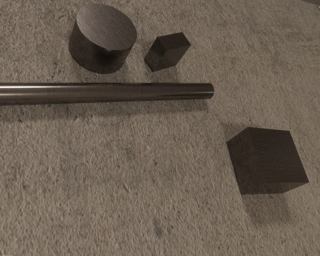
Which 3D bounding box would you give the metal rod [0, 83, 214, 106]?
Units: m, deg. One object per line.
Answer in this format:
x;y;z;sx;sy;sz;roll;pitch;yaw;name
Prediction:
-0.054;-0.046;0.404;0.303;0.025;0.025;-5;64;-31;metal rod

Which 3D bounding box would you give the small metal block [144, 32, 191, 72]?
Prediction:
0.011;-0.114;0.465;0.050;0.050;0.025;-24;75;-37;small metal block

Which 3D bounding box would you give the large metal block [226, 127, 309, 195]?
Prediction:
0.152;0.048;0.443;0.081;0.050;0.080;5;60;-26;large metal block

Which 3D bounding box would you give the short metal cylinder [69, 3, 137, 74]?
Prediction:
-0.078;-0.121;0.420;0.081;0.050;0.080;14;56;-21;short metal cylinder
